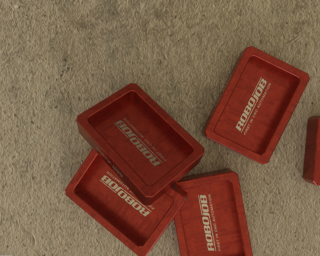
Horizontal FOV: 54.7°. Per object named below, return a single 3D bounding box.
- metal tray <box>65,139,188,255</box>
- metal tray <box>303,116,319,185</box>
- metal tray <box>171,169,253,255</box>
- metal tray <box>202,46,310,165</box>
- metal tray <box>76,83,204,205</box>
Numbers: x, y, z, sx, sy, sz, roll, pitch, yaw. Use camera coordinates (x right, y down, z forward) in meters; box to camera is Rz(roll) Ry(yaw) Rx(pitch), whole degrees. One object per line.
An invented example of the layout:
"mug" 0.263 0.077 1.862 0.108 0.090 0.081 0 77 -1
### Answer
"metal tray" -0.043 0.083 0.388 0.130 0.030 0.090 35 95 13
"metal tray" 0.263 0.034 0.409 0.131 0.030 0.089 5 90 0
"metal tray" 0.066 0.126 0.407 0.091 0.030 0.129 -10 90 0
"metal tray" 0.124 -0.029 0.408 0.090 0.030 0.130 26 90 0
"metal tray" -0.024 0.014 0.369 0.091 0.030 0.130 -37 70 -25
